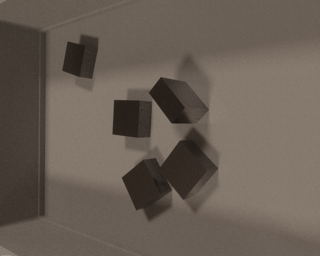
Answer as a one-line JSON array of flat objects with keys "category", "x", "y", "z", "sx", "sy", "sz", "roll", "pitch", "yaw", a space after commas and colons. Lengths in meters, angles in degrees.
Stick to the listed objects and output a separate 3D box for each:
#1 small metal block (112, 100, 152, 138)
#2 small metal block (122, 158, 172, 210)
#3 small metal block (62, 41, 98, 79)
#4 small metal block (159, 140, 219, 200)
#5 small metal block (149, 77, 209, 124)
[{"category": "small metal block", "x": -0.040, "y": -0.014, "z": 0.437, "sx": 0.050, "sy": 0.025, "sz": 0.050, "roll": 5, "pitch": 93, "yaw": 39}, {"category": "small metal block", "x": -0.019, "y": 0.076, "z": 0.420, "sx": 0.050, "sy": 0.025, "sz": 0.050, "roll": -41, "pitch": 65, "yaw": 32}, {"category": "small metal block", "x": -0.133, "y": -0.113, "z": 0.514, "sx": 0.050, "sy": 0.025, "sz": 0.050, "roll": 23, "pitch": 104, "yaw": 37}, {"category": "small metal block", "x": 0.034, "y": 0.050, "z": 0.377, "sx": 0.050, "sy": 0.025, "sz": 0.050, "roll": 49, "pitch": 118, "yaw": 28}, {"category": "small metal block", "x": 0.023, "y": -0.032, "z": 0.370, "sx": 0.025, "sy": 0.050, "sz": 0.050, "roll": -50, "pitch": 61, "yaw": 28}]
